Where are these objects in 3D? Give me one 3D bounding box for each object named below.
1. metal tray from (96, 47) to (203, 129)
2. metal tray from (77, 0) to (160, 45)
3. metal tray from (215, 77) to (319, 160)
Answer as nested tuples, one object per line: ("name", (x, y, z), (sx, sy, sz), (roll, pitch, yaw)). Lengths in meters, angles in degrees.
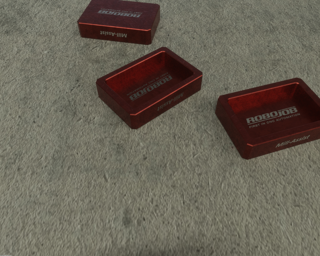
("metal tray", (-0.014, -0.063, 0.452), (0.131, 0.030, 0.090), (-33, 57, -25))
("metal tray", (-0.072, -0.196, 0.564), (0.131, 0.030, 0.090), (8, 50, 7))
("metal tray", (0.152, -0.016, 0.414), (0.131, 0.030, 0.090), (-14, 51, -12))
